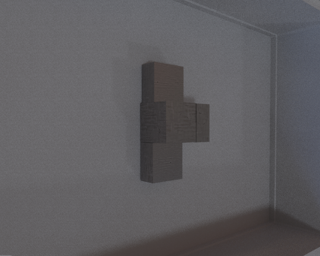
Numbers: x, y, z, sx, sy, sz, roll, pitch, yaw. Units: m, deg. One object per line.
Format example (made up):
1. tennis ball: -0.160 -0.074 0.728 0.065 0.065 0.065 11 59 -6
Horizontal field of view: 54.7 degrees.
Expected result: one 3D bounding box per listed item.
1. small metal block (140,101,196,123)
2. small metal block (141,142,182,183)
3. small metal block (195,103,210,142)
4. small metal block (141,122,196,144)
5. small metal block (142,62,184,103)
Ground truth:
1. small metal block: 0.010 -0.019 0.396 0.050 0.050 0.025 0 91 -40
2. small metal block: 0.003 0.043 0.406 0.050 0.025 0.050 0 90 -40
3. small metal block: 0.040 -0.007 0.421 0.025 0.050 0.050 0 90 -40
4. small metal block: 0.010 0.005 0.397 0.050 0.050 0.025 0 91 -40
5. small metal block: 0.004 -0.057 0.407 0.050 0.025 0.050 0 90 -40
